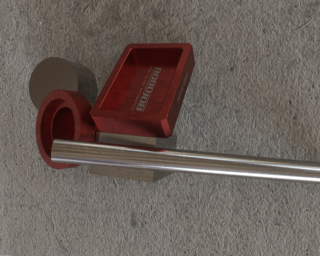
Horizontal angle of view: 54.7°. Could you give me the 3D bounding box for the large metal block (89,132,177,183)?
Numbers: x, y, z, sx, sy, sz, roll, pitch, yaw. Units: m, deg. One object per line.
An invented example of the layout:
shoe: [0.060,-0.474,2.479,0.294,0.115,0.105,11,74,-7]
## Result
large metal block: [-0.030,0.032,0.390,0.080,0.080,0.050,5,92,19]

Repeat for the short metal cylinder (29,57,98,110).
short metal cylinder: [-0.137,-0.057,0.444,0.080,0.050,0.079,0,90,19]

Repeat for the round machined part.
round machined part: [-0.112,0.002,0.393,0.098,0.042,0.097,-1,88,39]

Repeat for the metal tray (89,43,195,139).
metal tray: [-0.016,-0.051,0.372,0.090,0.030,0.130,5,52,19]

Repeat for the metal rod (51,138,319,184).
metal rod: [0.041,0.037,0.333,0.302,0.025,0.025,5,92,-5]
